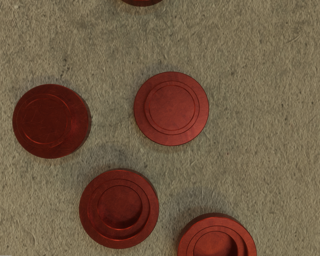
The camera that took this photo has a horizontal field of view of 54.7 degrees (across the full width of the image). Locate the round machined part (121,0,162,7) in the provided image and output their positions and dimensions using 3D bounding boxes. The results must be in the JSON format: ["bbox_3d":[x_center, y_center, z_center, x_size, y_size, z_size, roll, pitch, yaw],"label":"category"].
[{"bbox_3d":[-0.025,-0.214,0.401,0.099,0.042,0.097,0,90,0],"label":"round machined part"}]

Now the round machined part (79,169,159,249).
[{"bbox_3d":[-0.050,0.100,0.401,0.099,0.042,0.097,0,90,0],"label":"round machined part"}]

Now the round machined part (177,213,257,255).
[{"bbox_3d":[0.070,0.158,0.402,0.099,0.042,0.097,0,90,0],"label":"round machined part"}]

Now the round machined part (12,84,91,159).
[{"bbox_3d":[-0.142,-0.009,0.400,0.099,0.042,0.097,0,90,0],"label":"round machined part"}]

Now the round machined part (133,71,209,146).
[{"bbox_3d":[0.015,-0.025,0.401,0.099,0.042,0.097,0,90,0],"label":"round machined part"}]
